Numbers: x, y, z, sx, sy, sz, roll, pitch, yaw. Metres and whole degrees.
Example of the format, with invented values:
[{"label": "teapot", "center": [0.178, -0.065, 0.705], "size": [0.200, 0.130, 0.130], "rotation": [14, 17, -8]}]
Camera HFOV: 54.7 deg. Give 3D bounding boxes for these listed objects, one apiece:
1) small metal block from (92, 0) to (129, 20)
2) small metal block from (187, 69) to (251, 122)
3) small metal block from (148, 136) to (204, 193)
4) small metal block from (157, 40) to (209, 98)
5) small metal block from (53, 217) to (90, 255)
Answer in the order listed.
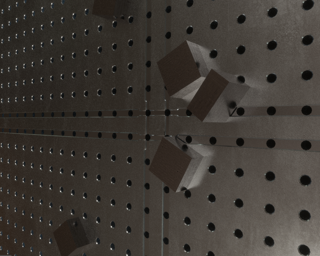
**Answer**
[{"label": "small metal block", "center": [-0.073, -0.193, 0.467], "size": [0.050, 0.025, 0.050], "rotation": [20, 102, 38]}, {"label": "small metal block", "center": [0.065, -0.034, 0.339], "size": [0.025, 0.050, 0.050], "rotation": [45, 117, 30]}, {"label": "small metal block", "center": [0.019, 0.045, 0.392], "size": [0.050, 0.025, 0.050], "rotation": [35, 112, 34]}, {"label": "small metal block", "center": [0.029, -0.071, 0.383], "size": [0.050, 0.025, 0.050], "rotation": [-30, 71, 35]}, {"label": "small metal block", "center": [-0.153, 0.190, 0.533], "size": [0.050, 0.025, 0.050], "rotation": [-44, 64, 31]}]
